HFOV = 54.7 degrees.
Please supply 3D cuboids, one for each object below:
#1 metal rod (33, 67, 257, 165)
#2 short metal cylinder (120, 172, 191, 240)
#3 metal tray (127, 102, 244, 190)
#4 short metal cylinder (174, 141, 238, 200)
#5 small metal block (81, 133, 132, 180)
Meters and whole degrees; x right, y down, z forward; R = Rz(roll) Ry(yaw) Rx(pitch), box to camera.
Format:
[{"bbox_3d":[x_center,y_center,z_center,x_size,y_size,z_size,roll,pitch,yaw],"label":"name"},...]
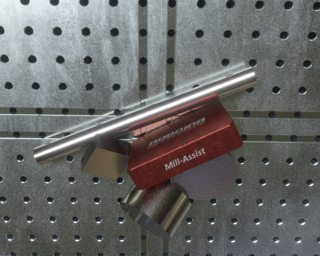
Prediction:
[{"bbox_3d":[-0.024,-0.013,0.404,0.301,0.025,0.025,-20,109,7],"label":"metal rod"},{"bbox_3d":[-0.006,0.103,0.411,0.080,0.080,0.050,45,63,-15],"label":"short metal cylinder"},{"bbox_3d":[0.027,0.018,0.382,0.130,0.090,0.030,-25,108,9],"label":"metal tray"},{"bbox_3d":[0.056,0.048,0.409,0.081,0.050,0.079,-2,119,-4],"label":"short metal cylinder"},{"bbox_3d":[-0.071,0.039,0.410,0.050,0.025,0.050,18,126,-27],"label":"small metal block"}]
